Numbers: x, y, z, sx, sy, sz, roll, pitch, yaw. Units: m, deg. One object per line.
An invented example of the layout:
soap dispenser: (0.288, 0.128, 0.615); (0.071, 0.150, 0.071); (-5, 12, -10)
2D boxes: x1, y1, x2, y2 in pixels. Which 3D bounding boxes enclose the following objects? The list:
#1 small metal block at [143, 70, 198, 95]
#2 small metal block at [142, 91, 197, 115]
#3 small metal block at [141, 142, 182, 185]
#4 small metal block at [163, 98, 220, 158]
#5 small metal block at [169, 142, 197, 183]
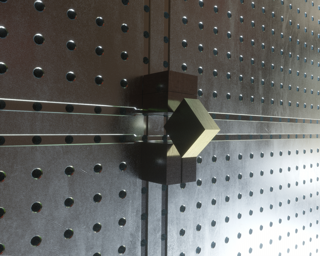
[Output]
small metal block: (0.013, -0.056, 0.405); (0.050, 0.050, 0.025); (3, 89, -40)
small metal block: (0.013, -0.031, 0.405); (0.050, 0.050, 0.025); (3, 89, -40)
small metal block: (0.001, 0.044, 0.396); (0.025, 0.050, 0.050); (2, 89, -40)
small metal block: (0.037, 0.000, 0.372); (0.025, 0.050, 0.050); (1, 47, -40)
small metal block: (0.021, 0.044, 0.411); (0.025, 0.050, 0.050); (2, 89, -40)
